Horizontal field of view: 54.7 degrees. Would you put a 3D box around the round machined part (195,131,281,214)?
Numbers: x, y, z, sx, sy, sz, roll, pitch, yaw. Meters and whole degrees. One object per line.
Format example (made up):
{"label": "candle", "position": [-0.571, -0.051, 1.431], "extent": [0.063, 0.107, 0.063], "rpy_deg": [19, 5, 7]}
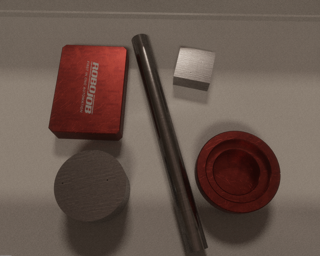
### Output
{"label": "round machined part", "position": [0.092, 0.056, 0.381], "extent": [0.099, 0.042, 0.098], "rpy_deg": [0, 70, -1]}

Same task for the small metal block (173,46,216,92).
{"label": "small metal block", "position": [0.049, -0.084, 0.441], "extent": [0.050, 0.025, 0.050], "rpy_deg": [12, 70, 4]}

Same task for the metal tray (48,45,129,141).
{"label": "metal tray", "position": [-0.093, -0.050, 0.424], "extent": [0.091, 0.030, 0.130], "rpy_deg": [2, 70, 0]}

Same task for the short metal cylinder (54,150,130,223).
{"label": "short metal cylinder", "position": [-0.078, 0.071, 0.369], "extent": [0.081, 0.050, 0.080], "rpy_deg": [0, 70, 0]}

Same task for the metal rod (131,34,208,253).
{"label": "metal rod", "position": [0.007, 0.005, 0.407], "extent": [0.025, 0.025, 0.299], "rpy_deg": [-13, 71, -5]}
